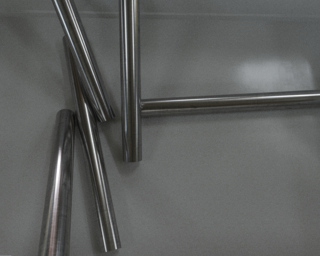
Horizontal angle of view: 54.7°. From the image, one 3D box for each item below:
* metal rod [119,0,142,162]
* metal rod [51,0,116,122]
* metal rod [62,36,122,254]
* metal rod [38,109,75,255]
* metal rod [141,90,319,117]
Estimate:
[{"bbox_3d":[-0.037,-0.107,0.376,0.025,0.025,0.298,-1,98,-1],"label":"metal rod"},{"bbox_3d":[-0.116,-0.150,0.378,0.025,0.025,0.298,-20,105,-7],"label":"metal rod"},{"bbox_3d":[-0.094,0.005,0.406,0.025,0.025,0.299,-13,71,-5],"label":"metal rod"},{"bbox_3d":[-0.098,0.074,0.299,0.025,0.025,0.300,-12,38,-5],"label":"metal rod"},{"bbox_3d":[0.118,-0.035,0.423,0.302,0.025,0.025,-3,70,-2],"label":"metal rod"}]
